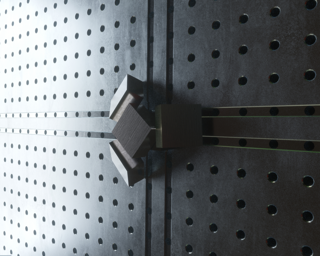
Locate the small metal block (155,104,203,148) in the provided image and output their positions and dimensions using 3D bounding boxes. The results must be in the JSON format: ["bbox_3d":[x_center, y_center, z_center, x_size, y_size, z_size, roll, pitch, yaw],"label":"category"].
[{"bbox_3d":[0.022,-0.002,0.372,0.025,0.050,0.050,172,96,-72],"label":"small metal block"}]

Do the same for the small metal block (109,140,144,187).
[{"bbox_3d":[-0.046,0.046,0.432,0.050,0.025,0.050,53,158,27],"label":"small metal block"}]

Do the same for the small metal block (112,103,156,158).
[{"bbox_3d":[-0.029,0.003,0.402,0.050,0.025,0.050,49,118,28],"label":"small metal block"}]

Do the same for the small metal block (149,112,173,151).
[{"bbox_3d":[-0.010,0.003,0.419,0.050,0.025,0.050,2,94,40],"label":"small metal block"}]

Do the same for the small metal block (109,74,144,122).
[{"bbox_3d":[-0.047,-0.040,0.433,0.050,0.025,0.050,-54,23,26],"label":"small metal block"}]
